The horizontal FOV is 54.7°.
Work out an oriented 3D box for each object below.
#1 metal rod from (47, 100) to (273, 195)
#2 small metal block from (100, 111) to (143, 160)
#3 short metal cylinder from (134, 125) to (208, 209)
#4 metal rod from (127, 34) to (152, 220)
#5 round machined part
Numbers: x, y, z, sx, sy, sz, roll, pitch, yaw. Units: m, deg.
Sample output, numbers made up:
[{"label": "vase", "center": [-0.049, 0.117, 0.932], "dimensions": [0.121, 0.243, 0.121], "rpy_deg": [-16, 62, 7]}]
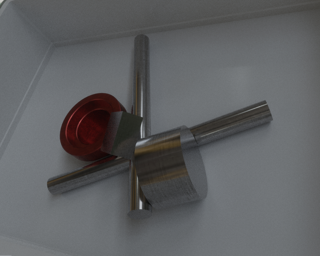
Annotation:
[{"label": "metal rod", "center": [-0.012, 0.030, 0.390], "dimensions": [0.301, 0.025, 0.025], "rpy_deg": [-20, 54, 15]}, {"label": "small metal block", "center": [-0.047, 0.008, 0.369], "dimensions": [0.050, 0.025, 0.050], "rpy_deg": [2, 76, 66]}, {"label": "short metal cylinder", "center": [0.014, 0.042, 0.334], "dimensions": [0.050, 0.080, 0.080], "rpy_deg": [-18, 55, 18]}, {"label": "metal rod", "center": [-0.025, -0.027, 0.409], "dimensions": [0.025, 0.025, 0.300], "rpy_deg": [-18, 48, 18]}, {"label": "round machined part", "center": [-0.087, 0.002, 0.436], "dimensions": [0.098, 0.042, 0.098], "rpy_deg": [-13, 56, 20]}]
